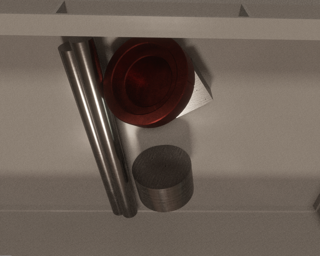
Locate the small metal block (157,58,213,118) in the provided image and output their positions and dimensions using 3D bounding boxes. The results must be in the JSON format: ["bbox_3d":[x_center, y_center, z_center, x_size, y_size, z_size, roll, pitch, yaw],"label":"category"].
[{"bbox_3d":[0.029,-0.046,0.370,0.050,0.025,0.050,-25,126,19],"label":"small metal block"}]

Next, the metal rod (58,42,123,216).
[{"bbox_3d":[-0.082,0.025,0.429,0.025,0.025,0.298,-5,130,3],"label":"metal rod"}]

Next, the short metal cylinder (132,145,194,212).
[{"bbox_3d":[0.005,0.069,0.432,0.080,0.080,0.050,-6,130,4],"label":"short metal cylinder"}]

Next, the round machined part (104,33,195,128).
[{"bbox_3d":[-0.008,-0.048,0.333,0.098,0.098,0.042,-26,161,20],"label":"round machined part"}]

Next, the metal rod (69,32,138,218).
[{"bbox_3d":[-0.064,0.022,0.405,0.025,0.025,0.298,-5,130,3],"label":"metal rod"}]
